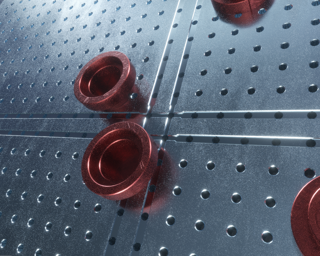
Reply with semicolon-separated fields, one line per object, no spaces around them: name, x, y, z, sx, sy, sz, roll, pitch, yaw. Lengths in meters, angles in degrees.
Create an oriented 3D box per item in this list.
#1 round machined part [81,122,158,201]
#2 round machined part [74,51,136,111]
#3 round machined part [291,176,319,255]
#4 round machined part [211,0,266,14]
round machined part;-0.047;0.044;0.393;0.098;0.042;0.098;-13;56;20
round machined part;-0.080;-0.068;0.479;0.098;0.042;0.098;-13;56;20
round machined part;0.164;0.081;0.262;0.098;0.042;0.098;-13;56;20
round machined part;0.121;-0.224;0.471;0.098;0.042;0.098;-13;56;20
